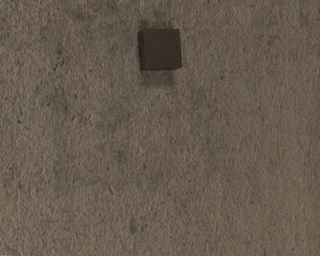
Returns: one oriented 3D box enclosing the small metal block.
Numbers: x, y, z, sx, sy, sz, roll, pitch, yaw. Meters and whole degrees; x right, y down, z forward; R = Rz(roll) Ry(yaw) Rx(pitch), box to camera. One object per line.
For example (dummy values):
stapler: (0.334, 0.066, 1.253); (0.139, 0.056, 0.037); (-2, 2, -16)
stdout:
small metal block: (0.000, -0.103, 0.410); (0.050, 0.025, 0.050); (-5, 92, -20)
